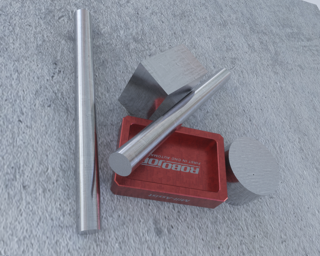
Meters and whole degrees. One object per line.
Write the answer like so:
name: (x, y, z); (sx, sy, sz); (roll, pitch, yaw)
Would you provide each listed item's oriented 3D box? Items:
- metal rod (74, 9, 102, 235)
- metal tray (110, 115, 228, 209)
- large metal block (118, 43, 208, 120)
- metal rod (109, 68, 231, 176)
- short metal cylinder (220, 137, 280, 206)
metal rod: (-0.090, -0.029, 0.373); (0.025, 0.025, 0.299); (6, 59, -26)
metal tray: (0.013, 0.041, 0.371); (0.131, 0.030, 0.090); (11, 56, -13)
large metal block: (0.003, -0.055, 0.405); (0.081, 0.080, 0.050); (-34, 81, -38)
metal rod: (0.035, -0.027, 0.400); (0.025, 0.025, 0.302); (46, 38, 3)
short metal cylinder: (0.110, 0.058, 0.414); (0.081, 0.050, 0.080); (14, 56, -21)
